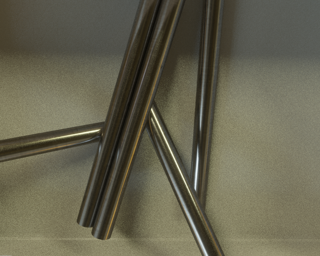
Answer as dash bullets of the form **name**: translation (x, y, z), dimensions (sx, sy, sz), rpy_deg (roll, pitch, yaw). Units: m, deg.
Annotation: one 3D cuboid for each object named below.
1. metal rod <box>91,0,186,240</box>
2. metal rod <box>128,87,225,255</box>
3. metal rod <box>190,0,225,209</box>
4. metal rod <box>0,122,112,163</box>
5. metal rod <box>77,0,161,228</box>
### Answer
- **metal rod**: translation (-0.028, -0.007, 0.367), dimensions (0.025, 0.025, 0.298), rpy_deg (17, 98, -7)
- **metal rod**: translation (0.031, 0.080, 0.378), dimensions (0.025, 0.025, 0.299), rpy_deg (-25, 84, 8)
- **metal rod**: translation (0.058, -0.019, 0.405), dimensions (0.025, 0.025, 0.298), rpy_deg (1, 110, -1)
- **metal rod**: translation (-0.184, 0.027, 0.349), dimensions (0.303, 0.025, 0.025), rpy_deg (-12, 112, -25)
- **metal rod**: translation (-0.050, -0.019, 0.375), dimensions (0.025, 0.025, 0.298), rpy_deg (17, 99, -7)
